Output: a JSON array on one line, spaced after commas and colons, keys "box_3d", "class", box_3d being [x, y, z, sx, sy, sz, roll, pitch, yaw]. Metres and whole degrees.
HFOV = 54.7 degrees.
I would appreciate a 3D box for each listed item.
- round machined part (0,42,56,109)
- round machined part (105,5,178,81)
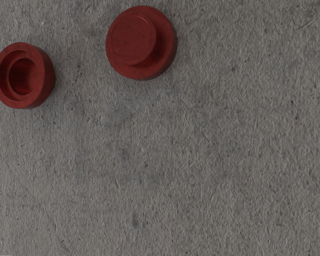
[{"box_3d": [-0.200, -0.077, 0.471, 0.098, 0.042, 0.097, 0, 90, 20], "class": "round machined part"}, {"box_3d": [-0.030, -0.114, 0.410, 0.098, 0.042, 0.097, 0, 90, 20], "class": "round machined part"}]
